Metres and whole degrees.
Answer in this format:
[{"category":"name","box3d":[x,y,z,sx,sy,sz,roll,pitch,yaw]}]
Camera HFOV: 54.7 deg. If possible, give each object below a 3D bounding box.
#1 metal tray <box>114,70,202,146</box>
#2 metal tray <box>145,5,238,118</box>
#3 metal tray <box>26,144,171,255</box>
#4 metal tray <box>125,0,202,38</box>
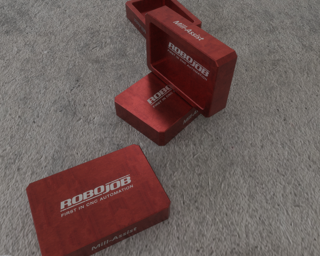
[{"category":"metal tray","box3d":[0.013,-0.043,0.436,0.090,0.030,0.131,35,58,25]},{"category":"metal tray","box3d":[0.033,-0.084,0.392,0.030,0.089,0.130,-31,57,-23]},{"category":"metal tray","box3d":[-0.065,0.079,0.333,0.131,0.030,0.090,-21,53,-17]},{"category":"metal tray","box3d":[0.004,-0.199,0.566,0.091,0.030,0.130,-22,54,-18]}]
